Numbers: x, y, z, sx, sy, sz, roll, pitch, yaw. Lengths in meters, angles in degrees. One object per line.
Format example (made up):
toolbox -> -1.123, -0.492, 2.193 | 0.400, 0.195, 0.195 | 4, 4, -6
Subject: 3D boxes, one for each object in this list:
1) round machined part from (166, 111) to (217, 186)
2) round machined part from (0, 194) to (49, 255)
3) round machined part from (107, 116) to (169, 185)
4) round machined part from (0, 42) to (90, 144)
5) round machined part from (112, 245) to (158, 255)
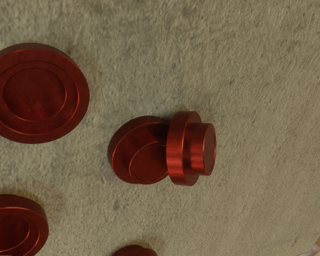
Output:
round machined part -> 0.045, 0.027, 0.403 | 0.098, 0.042, 0.097 | 1, 90, -67
round machined part -> -0.187, 0.118, 0.367 | 0.099, 0.042, 0.097 | -14, 125, -21
round machined part -> -0.016, 0.036, 0.411 | 0.099, 0.042, 0.097 | -14, 125, -21
round machined part -> -0.124, -0.036, 0.306 | 0.099, 0.042, 0.097 | -14, 125, -21
round machined part -> -0.049, 0.236, 0.517 | 0.099, 0.042, 0.097 | -14, 125, -21
